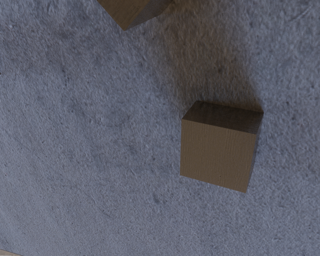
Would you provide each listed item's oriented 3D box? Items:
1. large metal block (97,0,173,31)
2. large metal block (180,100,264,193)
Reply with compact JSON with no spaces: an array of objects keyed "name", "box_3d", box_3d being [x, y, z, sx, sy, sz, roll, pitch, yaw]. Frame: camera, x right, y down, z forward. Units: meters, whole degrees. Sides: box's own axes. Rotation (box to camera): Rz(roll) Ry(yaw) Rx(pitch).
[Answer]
[{"name":"large metal block","box_3d":[-0.008,-0.144,0.285,0.050,0.080,0.080,48,129,-6]},{"name":"large metal block","box_3d":[0.071,0.020,0.365,0.080,0.050,0.079,13,124,21]}]
